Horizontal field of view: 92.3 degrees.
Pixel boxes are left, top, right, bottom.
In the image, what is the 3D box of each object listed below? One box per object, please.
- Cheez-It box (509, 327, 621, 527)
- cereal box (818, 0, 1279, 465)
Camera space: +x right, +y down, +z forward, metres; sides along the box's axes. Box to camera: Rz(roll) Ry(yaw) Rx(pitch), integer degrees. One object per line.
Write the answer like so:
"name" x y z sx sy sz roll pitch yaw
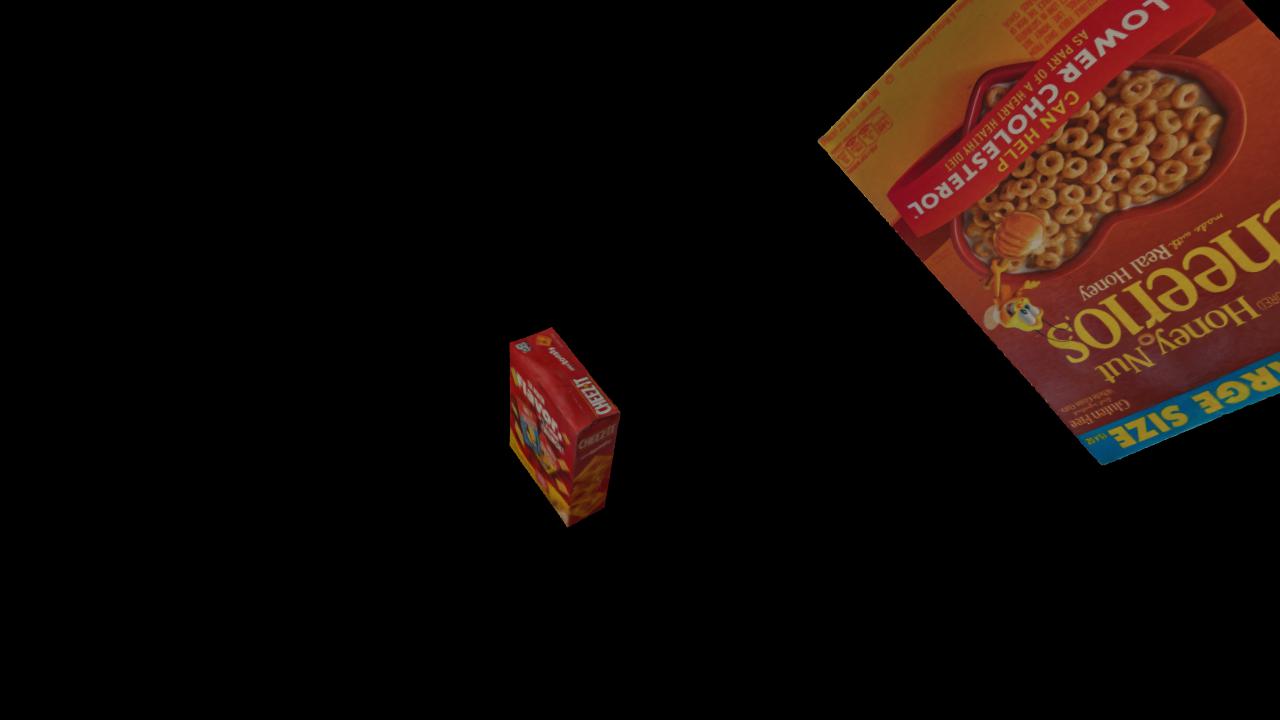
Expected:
"Cheez-It box" -0.107 0.092 0.812 0.071 0.223 0.166 -24 55 -29
"cereal box" 0.295 -0.105 0.392 0.203 0.306 0.081 -42 -5 41
